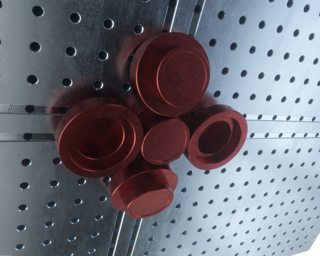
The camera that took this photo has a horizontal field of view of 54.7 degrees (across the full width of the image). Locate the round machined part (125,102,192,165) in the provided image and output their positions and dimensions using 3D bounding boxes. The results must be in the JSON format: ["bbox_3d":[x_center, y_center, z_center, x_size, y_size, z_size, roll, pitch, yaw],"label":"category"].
[{"bbox_3d":[0.000,0.009,0.406,0.099,0.042,0.097,-14,125,-21],"label":"round machined part"}]

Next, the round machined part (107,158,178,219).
[{"bbox_3d":[-0.020,0.090,0.431,0.099,0.042,0.097,-15,139,-14],"label":"round machined part"}]

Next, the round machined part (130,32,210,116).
[{"bbox_3d":[0.018,-0.061,0.359,0.099,0.042,0.097,-8,107,-25],"label":"round machined part"}]

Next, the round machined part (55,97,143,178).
[{"bbox_3d":[-0.073,0.008,0.366,0.099,0.042,0.097,-14,125,-21],"label":"round machined part"}]

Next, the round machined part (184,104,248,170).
[{"bbox_3d":[0.074,0.009,0.448,0.099,0.042,0.097,-14,125,-21],"label":"round machined part"}]
